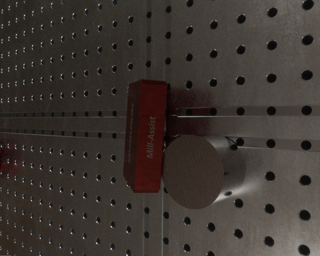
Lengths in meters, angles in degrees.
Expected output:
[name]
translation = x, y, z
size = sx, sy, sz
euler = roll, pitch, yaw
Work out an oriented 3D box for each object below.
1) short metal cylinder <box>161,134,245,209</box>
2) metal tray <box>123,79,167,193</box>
[short metal cylinder]
translation = 0.048, 0.047, 0.352
size = 0.080, 0.050, 0.079
euler = 0, 90, 39
[metal tray]
translation = -0.022, 0.007, 0.391
size = 0.090, 0.030, 0.129
euler = -164, 78, -74
